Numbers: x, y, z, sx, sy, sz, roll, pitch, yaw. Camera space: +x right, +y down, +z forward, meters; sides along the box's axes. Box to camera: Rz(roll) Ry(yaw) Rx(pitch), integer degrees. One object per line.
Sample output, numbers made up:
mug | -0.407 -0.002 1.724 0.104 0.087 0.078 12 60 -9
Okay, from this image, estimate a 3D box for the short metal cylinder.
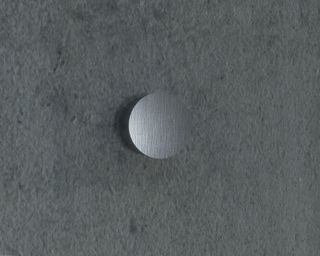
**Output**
short metal cylinder | -0.007 -0.003 0.394 0.081 0.050 0.079 0 90 -21
